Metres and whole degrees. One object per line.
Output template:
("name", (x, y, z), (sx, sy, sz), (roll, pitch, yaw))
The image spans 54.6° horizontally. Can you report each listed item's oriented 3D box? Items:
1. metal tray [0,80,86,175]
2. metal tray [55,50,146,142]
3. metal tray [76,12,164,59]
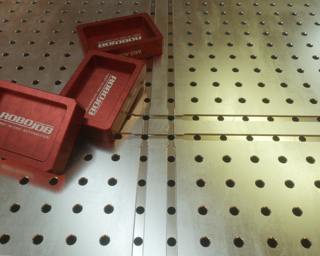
("metal tray", (-0.169, -0.004, 0.383), (0.130, 0.030, 0.090), (15, 78, 12))
("metal tray", (-0.084, -0.050, 0.437), (0.090, 0.030, 0.130), (15, 57, 12))
("metal tray", (-0.069, -0.152, 0.531), (0.131, 0.030, 0.090), (-16, 52, -13))
